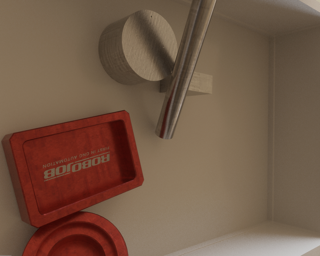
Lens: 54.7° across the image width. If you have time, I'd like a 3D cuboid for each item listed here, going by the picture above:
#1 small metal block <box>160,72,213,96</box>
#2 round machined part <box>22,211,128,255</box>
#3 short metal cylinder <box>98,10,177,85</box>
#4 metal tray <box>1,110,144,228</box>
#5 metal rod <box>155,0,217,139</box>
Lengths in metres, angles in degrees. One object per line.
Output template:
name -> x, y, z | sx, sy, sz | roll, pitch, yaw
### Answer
small metal block -> 0.036, -0.060, 0.422 | 0.050, 0.050, 0.025 | 3, 89, -40
round machined part -> -0.083, 0.137, 0.306 | 0.099, 0.042, 0.098 | 9, 54, -12
short metal cylinder -> -0.026, -0.094, 0.370 | 0.081, 0.050, 0.079 | 0, 90, -40
metal tray -> -0.085, 0.037, 0.328 | 0.131, 0.030, 0.089 | -16, 95, -39
metal rod -> 0.042, -0.117, 0.339 | 0.025, 0.025, 0.298 | -11, 129, -40
